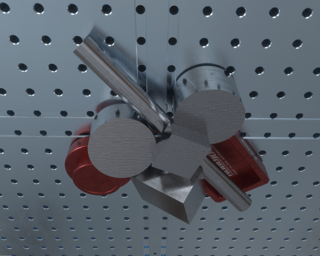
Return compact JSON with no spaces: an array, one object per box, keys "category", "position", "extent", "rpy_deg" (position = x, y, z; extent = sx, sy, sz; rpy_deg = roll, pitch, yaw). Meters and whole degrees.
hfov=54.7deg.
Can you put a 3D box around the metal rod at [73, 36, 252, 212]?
[{"category":"metal rod","position":[0.017,0.009,0.382],"extent":[0.025,0.025,0.300],"rpy_deg":[-35,113,26]}]

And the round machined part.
[{"category":"round machined part","position":[-0.087,0.060,0.445],"extent":[0.099,0.042,0.097],"rpy_deg":[0,130,0]}]

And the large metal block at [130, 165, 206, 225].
[{"category":"large metal block","position":[0.013,0.079,0.423],"extent":[0.080,0.050,0.080],"rpy_deg":[22,152,25]}]

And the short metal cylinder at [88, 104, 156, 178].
[{"category":"short metal cylinder","position":[-0.048,0.015,0.388],"extent":[0.081,0.050,0.079],"rpy_deg":[-3,114,-8]}]

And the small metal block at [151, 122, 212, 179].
[{"category":"small metal block","position":[0.024,0.027,0.361],"extent":[0.050,0.025,0.050],"rpy_deg":[21,119,-17]}]

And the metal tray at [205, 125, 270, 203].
[{"category":"metal tray","position":[0.088,0.050,0.447],"extent":[0.090,0.030,0.130],"rpy_deg":[-29,125,22]}]

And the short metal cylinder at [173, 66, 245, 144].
[{"category":"short metal cylinder","position":[0.056,-0.026,0.369],"extent":[0.081,0.050,0.079],"rpy_deg":[0,130,0]}]
